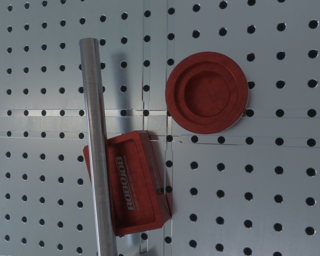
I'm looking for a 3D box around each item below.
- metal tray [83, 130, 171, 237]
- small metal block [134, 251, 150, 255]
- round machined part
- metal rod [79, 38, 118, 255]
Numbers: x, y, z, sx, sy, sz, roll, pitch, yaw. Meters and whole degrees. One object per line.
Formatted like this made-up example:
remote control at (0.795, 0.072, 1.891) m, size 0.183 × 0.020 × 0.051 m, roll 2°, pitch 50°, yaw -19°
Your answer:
metal tray at (-0.047, 0.076, 0.426) m, size 0.090 × 0.030 × 0.129 m, roll -17°, pitch 84°, yaw 19°
small metal block at (-0.033, 0.205, 0.424) m, size 0.050 × 0.025 × 0.050 m, roll -26°, pitch 82°, yaw 18°
round machined part at (0.060, -0.041, 0.383) m, size 0.098 × 0.042 × 0.097 m, roll 0°, pitch 90°, yaw 19°
metal rod at (-0.081, 0.032, 0.408) m, size 0.025 × 0.025 × 0.298 m, roll -6°, pitch 88°, yaw 20°
